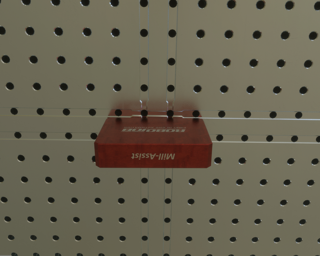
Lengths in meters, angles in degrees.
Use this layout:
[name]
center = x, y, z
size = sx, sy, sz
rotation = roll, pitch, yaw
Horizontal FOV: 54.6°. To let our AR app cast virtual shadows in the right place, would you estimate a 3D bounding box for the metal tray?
[metal tray]
center = -0.007, 0.016, 0.384
size = 0.131, 0.090, 0.030
rotation = 0, 110, 0
